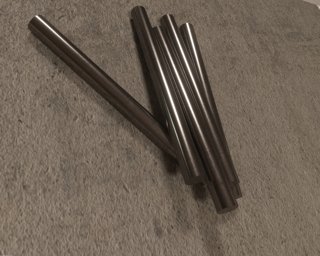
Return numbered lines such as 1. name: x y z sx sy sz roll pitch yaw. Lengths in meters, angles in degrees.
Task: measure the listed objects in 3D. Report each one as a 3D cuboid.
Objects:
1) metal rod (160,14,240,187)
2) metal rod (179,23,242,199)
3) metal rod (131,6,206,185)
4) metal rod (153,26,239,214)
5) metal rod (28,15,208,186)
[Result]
1. metal rod: 0.049 -0.056 0.453 0.025 0.025 0.299 0 58 -28
2. metal rod: 0.070 -0.041 0.467 0.025 0.025 0.299 4 60 -27
3. metal rod: 0.003 -0.064 0.424 0.025 0.025 0.299 1 55 -28
4. metal rod: 0.036 -0.031 0.422 0.025 0.025 0.299 0 55 -29
5. metal rod: -0.049 -0.036 0.400 0.300 0.025 0.025 42 51 0
